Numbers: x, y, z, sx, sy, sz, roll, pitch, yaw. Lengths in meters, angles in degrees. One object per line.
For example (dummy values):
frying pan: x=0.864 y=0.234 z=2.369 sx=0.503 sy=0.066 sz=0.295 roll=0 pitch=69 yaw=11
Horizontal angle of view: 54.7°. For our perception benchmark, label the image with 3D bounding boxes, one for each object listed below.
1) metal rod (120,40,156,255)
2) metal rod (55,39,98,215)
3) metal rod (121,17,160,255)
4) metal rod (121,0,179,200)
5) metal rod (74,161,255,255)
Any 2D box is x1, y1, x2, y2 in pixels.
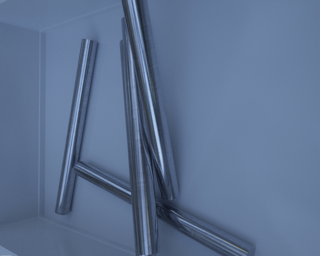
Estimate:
metal rod: x=-0.030 y=0.022 z=0.408 sx=0.025 sy=0.025 sz=0.299 roll=-17 pitch=73 yaw=38
metal rod: x=-0.142 y=0.003 z=0.520 sx=0.025 sy=0.025 sz=0.298 roll=19 pitch=102 yaw=38
metal rod: x=-0.026 y=-0.002 z=0.388 sx=0.025 sy=0.025 sz=0.299 roll=-16 pitch=73 yaw=38
metal rod: x=-0.012 y=-0.049 z=0.337 sx=0.025 sy=0.025 sz=0.298 roll=11 pitch=121 yaw=39
metal rod: x=-0.018 y=0.102 z=0.419 sx=0.300 sy=0.025 sz=0.025 roll=17 pitch=101 yaw=38
